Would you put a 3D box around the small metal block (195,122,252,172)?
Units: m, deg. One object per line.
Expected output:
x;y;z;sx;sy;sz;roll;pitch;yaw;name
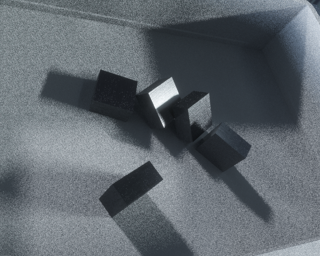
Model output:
0.085;0.027;0.419;0.050;0.050;0.025;40;51;-1;small metal block

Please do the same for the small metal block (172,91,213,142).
0.045;-0.017;0.422;0.025;0.050;0.050;14;38;38;small metal block

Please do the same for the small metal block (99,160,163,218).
-0.032;0.066;0.332;0.050;0.050;0.025;-30;78;-38;small metal block

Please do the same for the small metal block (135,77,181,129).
0.002;-0.034;0.413;0.050;0.025;0.050;-41;115;-39;small metal block

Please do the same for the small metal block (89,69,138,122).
-0.059;-0.041;0.398;0.050;0.025;0.050;16;55;-17;small metal block
